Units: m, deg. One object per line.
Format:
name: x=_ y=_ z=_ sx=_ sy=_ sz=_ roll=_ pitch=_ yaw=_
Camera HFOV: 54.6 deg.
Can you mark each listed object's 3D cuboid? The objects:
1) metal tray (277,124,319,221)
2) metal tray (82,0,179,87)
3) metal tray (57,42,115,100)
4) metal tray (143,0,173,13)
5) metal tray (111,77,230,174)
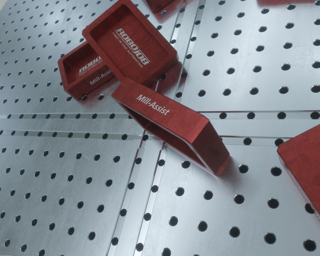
metal tray: x=0.180 y=0.052 z=0.279 sx=0.090 sy=0.030 sz=0.130 roll=-29 pitch=52 yaw=9
metal tray: x=-0.045 y=-0.124 z=0.471 sx=0.090 sy=0.030 sz=0.130 roll=-40 pitch=76 yaw=1
metal tray: x=-0.110 y=-0.117 z=0.535 sx=0.130 sy=0.030 sz=0.090 roll=-32 pitch=52 yaw=7
metal tray: x=0.020 y=-0.278 z=0.566 sx=0.130 sy=0.030 sz=0.090 roll=-34 pitch=51 yaw=6
metal tray: x=0.011 y=-0.004 z=0.363 sx=0.130 sy=0.090 sz=0.030 roll=31 pitch=79 yaw=38
